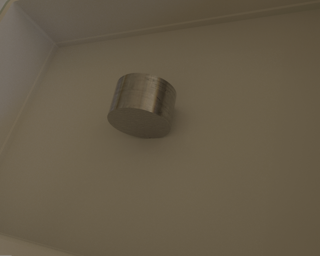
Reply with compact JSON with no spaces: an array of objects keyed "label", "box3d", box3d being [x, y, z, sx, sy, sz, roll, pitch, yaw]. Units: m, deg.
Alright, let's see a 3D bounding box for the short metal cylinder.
[{"label":"short metal cylinder","box3d":[-0.022,-0.026,0.399,0.080,0.080,0.050,-3,60,27]}]
